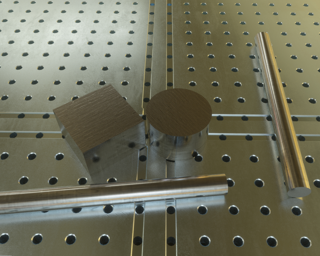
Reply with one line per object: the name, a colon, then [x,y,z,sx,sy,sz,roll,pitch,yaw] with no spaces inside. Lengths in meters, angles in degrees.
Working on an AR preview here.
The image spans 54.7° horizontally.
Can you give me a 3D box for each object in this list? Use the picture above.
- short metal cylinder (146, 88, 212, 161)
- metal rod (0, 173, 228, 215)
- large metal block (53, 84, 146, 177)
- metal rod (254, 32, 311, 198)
short metal cylinder: [0.023,-0.005,0.396,0.080,0.050,0.080,0,50,0]
metal rod: [-0.076,0.075,0.343,0.302,0.025,0.025,-4,50,-4]
large metal block: [-0.075,0.000,0.390,0.081,0.050,0.080,-29,56,-22]
metal rod: [0.167,-0.042,0.443,0.025,0.025,0.300,3,50,3]
